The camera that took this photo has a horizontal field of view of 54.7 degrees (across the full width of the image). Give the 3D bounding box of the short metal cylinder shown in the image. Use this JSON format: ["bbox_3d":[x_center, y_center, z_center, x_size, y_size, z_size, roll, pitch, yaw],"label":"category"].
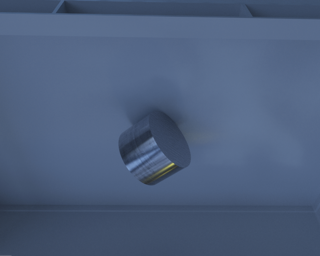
[{"bbox_3d":[-0.006,0.025,0.391,0.050,0.080,0.080,-34,123,25],"label":"short metal cylinder"}]
